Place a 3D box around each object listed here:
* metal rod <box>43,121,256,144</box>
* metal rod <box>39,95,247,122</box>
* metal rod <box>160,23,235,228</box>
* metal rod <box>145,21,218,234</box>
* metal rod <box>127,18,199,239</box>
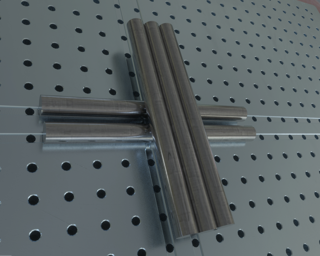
[{"bbox_3d":[0.007,0.007,0.409,0.303,0.025,0.025,1,62,-28],"label":"metal rod"},{"bbox_3d":[-0.003,-0.024,0.423,0.303,0.025,0.025,1,62,-28],"label":"metal rod"},{"bbox_3d":[0.040,-0.020,0.412,0.025,0.025,0.299,1,61,-28],"label":"metal rod"},{"bbox_3d":[0.018,-0.019,0.399,0.025,0.025,0.299,1,61,-28],"label":"metal rod"},{"bbox_3d":[-0.004,-0.019,0.387,0.025,0.025,0.299,1,61,-28],"label":"metal rod"}]
